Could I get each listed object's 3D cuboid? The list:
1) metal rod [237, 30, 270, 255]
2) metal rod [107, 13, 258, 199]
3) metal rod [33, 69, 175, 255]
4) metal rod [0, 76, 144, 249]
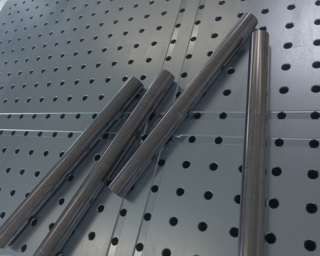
[{"bbox_3d":[0.107,0.010,0.346,0.025,0.025,0.300,-3,60,27],"label":"metal rod"},{"bbox_3d":[0.035,-0.036,0.412,0.025,0.025,0.300,31,79,38],"label":"metal rod"},{"bbox_3d":[-0.069,0.045,0.417,0.025,0.025,0.300,24,74,36],"label":"metal rod"},{"bbox_3d":[-0.128,0.044,0.449,0.025,0.025,0.300,33,80,38],"label":"metal rod"}]
